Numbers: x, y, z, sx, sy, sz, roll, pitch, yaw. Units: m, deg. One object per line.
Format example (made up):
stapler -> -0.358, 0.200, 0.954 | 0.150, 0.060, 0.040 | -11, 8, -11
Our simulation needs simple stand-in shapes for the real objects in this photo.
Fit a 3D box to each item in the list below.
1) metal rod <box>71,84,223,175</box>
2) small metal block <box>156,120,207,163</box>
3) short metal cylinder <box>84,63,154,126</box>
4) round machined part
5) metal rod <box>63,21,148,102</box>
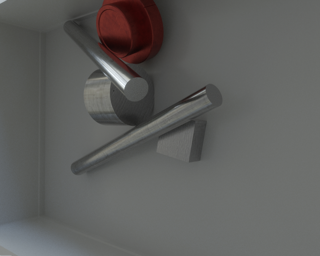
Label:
metal rod -> -0.041, 0.017, 0.414 | 0.299, 0.025, 0.025 | -28, 73, 44
small metal block -> 0.026, 0.011, 0.384 | 0.050, 0.025, 0.050 | 14, 99, 38
short metal cylinder -> -0.053, -0.043, 0.412 | 0.050, 0.081, 0.079 | 1, 91, 40
round machined part -> -0.046, -0.131, 0.406 | 0.098, 0.042, 0.097 | 27, 133, 33
metal rod -> -0.088, -0.105, 0.415 | 0.300, 0.025, 0.025 | 46, 119, 51
